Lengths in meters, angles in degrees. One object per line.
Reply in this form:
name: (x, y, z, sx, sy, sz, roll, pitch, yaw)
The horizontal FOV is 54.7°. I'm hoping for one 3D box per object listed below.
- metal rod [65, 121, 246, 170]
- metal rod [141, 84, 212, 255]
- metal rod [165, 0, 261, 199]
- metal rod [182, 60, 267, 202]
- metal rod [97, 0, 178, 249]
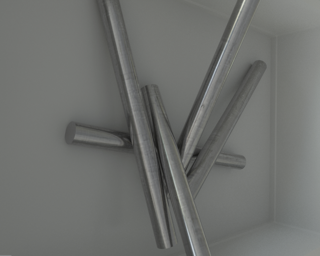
metal rod: (0.019, 0.031, 0.422, 0.302, 0.025, 0.025, 13, 82, -39)
metal rod: (0.026, 0.083, 0.339, 0.025, 0.025, 0.299, 4, 59, -40)
metal rod: (0.062, -0.048, 0.377, 0.025, 0.025, 0.298, 12, 105, -40)
metal rod: (0.105, -0.012, 0.471, 0.025, 0.025, 0.301, 56, 51, -25)
metal rod: (-0.027, -0.012, 0.355, 0.025, 0.025, 0.298, -14, 90, -39)
